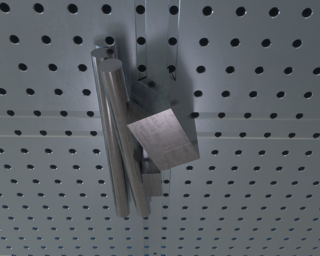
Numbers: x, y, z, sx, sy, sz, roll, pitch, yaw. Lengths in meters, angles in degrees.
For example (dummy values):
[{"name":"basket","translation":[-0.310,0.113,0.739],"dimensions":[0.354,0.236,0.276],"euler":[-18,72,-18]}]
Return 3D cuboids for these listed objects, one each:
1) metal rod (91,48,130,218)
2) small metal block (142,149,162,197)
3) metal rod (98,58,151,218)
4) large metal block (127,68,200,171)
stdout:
[{"name":"metal rod","translation":[-0.064,0.031,0.436],"dimensions":[0.025,0.025,0.298],"euler":[0,130,0]},{"name":"small metal block","translation":[-0.011,0.064,0.450],"dimensions":[0.025,0.050,0.050],"euler":[-3,130,2]},{"name":"metal rod","translation":[-0.040,0.039,0.427],"dimensions":[0.025,0.025,0.298],"euler":[-4,135,3]},{"name":"large metal block","translation":[0.006,-0.010,0.367],"dimensions":[0.050,0.080,0.080],"euler":[-20,127,16]}]
